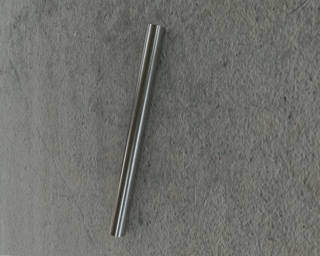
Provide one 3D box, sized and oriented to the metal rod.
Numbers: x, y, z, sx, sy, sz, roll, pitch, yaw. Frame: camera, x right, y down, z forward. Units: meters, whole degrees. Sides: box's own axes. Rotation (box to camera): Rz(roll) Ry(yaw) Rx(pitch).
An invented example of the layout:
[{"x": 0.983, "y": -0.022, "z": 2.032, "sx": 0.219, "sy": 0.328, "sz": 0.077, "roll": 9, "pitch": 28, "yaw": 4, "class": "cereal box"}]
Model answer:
[{"x": -0.034, "y": 0.010, "z": 0.433, "sx": 0.025, "sy": 0.025, "sz": 0.298, "roll": 19, "pitch": 102, "yaw": 38, "class": "metal rod"}]
